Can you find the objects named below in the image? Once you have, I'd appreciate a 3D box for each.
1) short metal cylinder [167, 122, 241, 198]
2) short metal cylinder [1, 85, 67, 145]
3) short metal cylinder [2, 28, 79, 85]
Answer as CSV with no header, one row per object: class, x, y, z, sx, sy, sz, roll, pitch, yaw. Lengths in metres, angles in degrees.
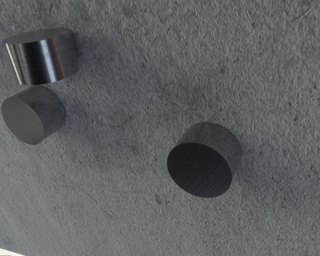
short metal cylinder,0.056,0.039,0.386,0.080,0.050,0.079,13,124,21
short metal cylinder,-0.195,-0.021,0.481,0.080,0.050,0.079,13,124,21
short metal cylinder,-0.149,-0.092,0.393,0.080,0.080,0.050,7,122,24
